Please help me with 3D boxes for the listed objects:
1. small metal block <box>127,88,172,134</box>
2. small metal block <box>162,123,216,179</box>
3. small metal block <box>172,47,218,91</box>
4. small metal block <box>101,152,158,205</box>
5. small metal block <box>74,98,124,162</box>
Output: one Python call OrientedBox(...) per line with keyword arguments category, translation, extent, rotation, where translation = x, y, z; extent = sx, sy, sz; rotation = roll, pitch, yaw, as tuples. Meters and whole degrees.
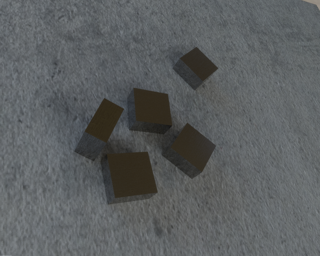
OrientedBox(category="small metal block", translation=(-0.014, -0.022, 0.411), extent=(0.050, 0.025, 0.050), rotation=(8, 58, -25))
OrientedBox(category="small metal block", translation=(0.039, 0.030, 0.409), extent=(0.050, 0.025, 0.050), rotation=(39, 51, -3))
OrientedBox(category="small metal block", translation=(0.057, -0.095, 0.495), extent=(0.050, 0.025, 0.050), rotation=(46, 51, 3))
OrientedBox(category="small metal block", translation=(-0.036, 0.056, 0.352), extent=(0.050, 0.025, 0.050), rotation=(-1, 62, -29))
OrientedBox(category="small metal block", translation=(-0.069, 0.003, 0.350), extent=(0.025, 0.050, 0.050), rotation=(29, 52, -10))
